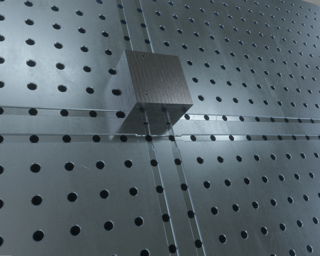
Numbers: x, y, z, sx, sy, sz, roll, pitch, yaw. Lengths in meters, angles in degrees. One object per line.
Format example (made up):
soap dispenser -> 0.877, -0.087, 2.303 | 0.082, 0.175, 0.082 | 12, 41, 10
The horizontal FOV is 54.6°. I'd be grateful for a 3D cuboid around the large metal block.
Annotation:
large metal block -> -0.011, -0.054, 0.419 | 0.081, 0.050, 0.080 | 0, 62, -28
